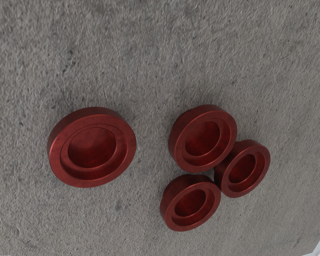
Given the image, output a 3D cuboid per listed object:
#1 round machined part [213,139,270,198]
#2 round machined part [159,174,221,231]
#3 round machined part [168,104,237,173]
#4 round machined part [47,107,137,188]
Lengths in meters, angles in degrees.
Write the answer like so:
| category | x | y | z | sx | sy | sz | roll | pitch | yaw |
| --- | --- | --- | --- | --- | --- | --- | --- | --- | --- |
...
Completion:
| category | x | y | z | sx | sy | sz | roll | pitch | yaw |
| --- | --- | --- | --- | --- | --- | --- | --- | --- | --- |
| round machined part | 0.126 | 0.061 | 0.499 | 0.099 | 0.042 | 0.097 | -15 | 123 | -24 |
| round machined part | 0.044 | 0.112 | 0.489 | 0.099 | 0.042 | 0.097 | -14 | 124 | -21 |
| round machined part | 0.055 | 0.011 | 0.432 | 0.099 | 0.042 | 0.097 | -14 | 124 | -21 |
| round machined part | -0.081 | 0.019 | 0.363 | 0.099 | 0.042 | 0.097 | -14 | 124 | -21 |
